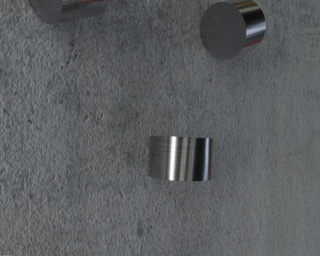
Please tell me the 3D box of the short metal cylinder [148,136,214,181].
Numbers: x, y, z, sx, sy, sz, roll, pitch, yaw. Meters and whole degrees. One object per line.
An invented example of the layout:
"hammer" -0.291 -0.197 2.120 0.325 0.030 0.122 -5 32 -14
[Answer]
"short metal cylinder" 0.026 0.036 0.391 0.081 0.080 0.050 4 88 -40

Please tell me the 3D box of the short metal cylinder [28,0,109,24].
"short metal cylinder" -0.091 -0.143 0.292 0.050 0.080 0.080 -28 108 -37

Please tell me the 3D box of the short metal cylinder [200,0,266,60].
"short metal cylinder" 0.106 -0.146 0.457 0.050 0.080 0.080 -27 107 -37
